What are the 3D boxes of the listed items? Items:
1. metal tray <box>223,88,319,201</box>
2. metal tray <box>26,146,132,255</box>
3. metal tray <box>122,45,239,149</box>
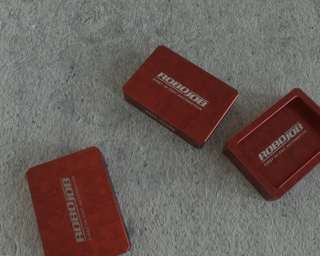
[{"bbox_3d":[0.159,0.019,0.399,0.131,0.030,0.090,-36,74,-13],"label":"metal tray"},{"bbox_3d":[-0.097,0.097,0.369,0.091,0.030,0.130,-19,71,-7],"label":"metal tray"},{"bbox_3d":[0.027,-0.044,0.422,0.130,0.030,0.090,34,73,11],"label":"metal tray"}]
